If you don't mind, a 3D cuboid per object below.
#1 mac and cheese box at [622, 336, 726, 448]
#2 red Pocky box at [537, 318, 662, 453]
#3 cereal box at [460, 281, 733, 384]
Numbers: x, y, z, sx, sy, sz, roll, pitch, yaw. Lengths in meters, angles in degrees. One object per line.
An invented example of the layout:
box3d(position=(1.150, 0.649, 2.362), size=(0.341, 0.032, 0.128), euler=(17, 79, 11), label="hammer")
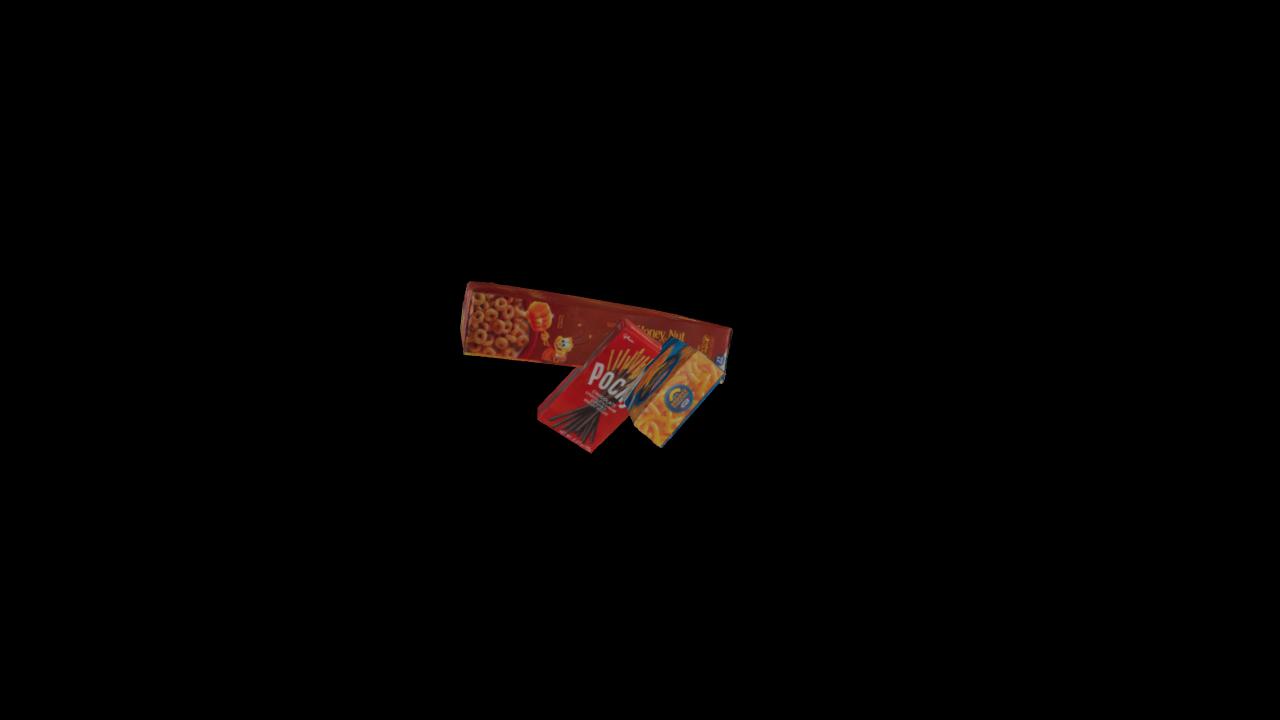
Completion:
box3d(position=(0.026, 0.024, 0.640), size=(0.041, 0.093, 0.184), euler=(42, 1, -9), label="mac and cheese box")
box3d(position=(-0.038, 0.032, 0.694), size=(0.083, 0.155, 0.028), euler=(36, 19, -23), label="red Pocky box")
box3d(position=(-0.064, -0.036, 0.770), size=(0.306, 0.081, 0.203), euler=(8, 7, -19), label="cereal box")
